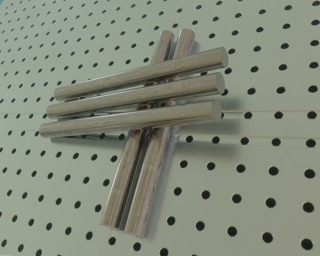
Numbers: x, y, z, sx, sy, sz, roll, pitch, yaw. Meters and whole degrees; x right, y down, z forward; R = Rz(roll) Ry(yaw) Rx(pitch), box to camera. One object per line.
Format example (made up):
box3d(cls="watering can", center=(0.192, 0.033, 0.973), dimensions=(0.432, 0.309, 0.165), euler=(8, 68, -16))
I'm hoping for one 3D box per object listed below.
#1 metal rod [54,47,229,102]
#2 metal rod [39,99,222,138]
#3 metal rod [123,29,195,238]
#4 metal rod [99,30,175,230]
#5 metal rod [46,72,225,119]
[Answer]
box3d(cls="metal rod", center=(-0.048, -0.070, 0.448), dimensions=(0.300, 0.025, 0.025), euler=(-6, 59, 34))
box3d(cls="metal rod", center=(-0.062, -0.007, 0.416), dimensions=(0.300, 0.025, 0.025), euler=(-5, 59, 35))
box3d(cls="metal rod", center=(0.006, -0.011, 0.411), dimensions=(0.025, 0.025, 0.300), euler=(1, 62, 28))
box3d(cls="metal rod", center=(-0.024, -0.014, 0.428), dimensions=(0.025, 0.025, 0.300), euler=(1, 62, 28))
box3d(cls="metal rod", center=(-0.055, -0.039, 0.433), dimensions=(0.300, 0.025, 0.025), euler=(-6, 59, 34))
